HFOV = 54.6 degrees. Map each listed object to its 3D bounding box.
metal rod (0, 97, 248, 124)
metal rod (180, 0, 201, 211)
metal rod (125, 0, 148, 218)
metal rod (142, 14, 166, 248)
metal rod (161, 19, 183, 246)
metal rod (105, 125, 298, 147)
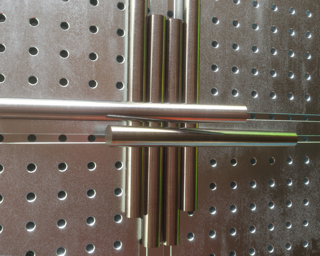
[{"bbox_3d":[-0.040,-0.020,0.373,0.302,0.025,0.025,1,90,-11],"label":"metal rod"},{"bbox_3d":[0.041,-0.038,0.427,0.025,0.025,0.298,1,90,-20],"label":"metal rod"},{"bbox_3d":[-0.030,-0.037,0.400,0.025,0.025,0.298,1,90,-20],"label":"metal rod"},{"bbox_3d":[-0.008,0.004,0.408,0.025,0.025,0.298,1,90,-20],"label":"metal rod"},{"bbox_3d":[0.016,0.005,0.419,0.025,0.025,0.298,1,90,-20],"label":"metal rod"},{"bbox_3d":[0.075,0.013,0.418,0.302,0.025,0.025,2,90,-29],"label":"metal rod"}]
